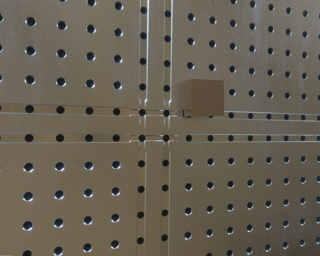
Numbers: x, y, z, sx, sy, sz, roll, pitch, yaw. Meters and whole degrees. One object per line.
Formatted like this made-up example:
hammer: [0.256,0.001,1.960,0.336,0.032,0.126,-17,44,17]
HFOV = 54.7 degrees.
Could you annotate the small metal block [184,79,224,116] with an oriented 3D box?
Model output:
small metal block: [0.062,-0.042,0.437,0.050,0.025,0.050,-1,90,-21]
